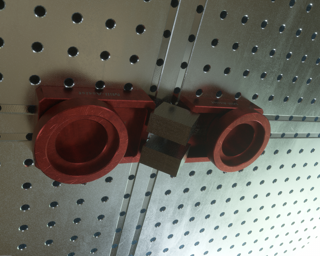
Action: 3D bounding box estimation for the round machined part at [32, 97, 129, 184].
[{"bbox_3d":[-0.088,0.010,0.342,0.099,0.042,0.097,-14,124,-21],"label":"round machined part"}]

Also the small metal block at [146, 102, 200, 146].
[{"bbox_3d":[0.017,-0.007,0.382,0.050,0.050,0.025,20,115,11],"label":"small metal block"}]

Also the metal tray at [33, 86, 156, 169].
[{"bbox_3d":[-0.078,0.000,0.367,0.131,0.030,0.089,-1,121,-28],"label":"metal tray"}]

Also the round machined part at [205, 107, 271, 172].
[{"bbox_3d":[0.108,0.013,0.450,0.099,0.042,0.097,-14,124,-21],"label":"round machined part"}]

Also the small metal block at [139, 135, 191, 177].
[{"bbox_3d":[0.007,0.032,0.400,0.050,0.050,0.025,20,115,11],"label":"small metal block"}]

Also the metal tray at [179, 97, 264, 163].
[{"bbox_3d":[0.081,0.004,0.455,0.131,0.030,0.089,0,118,-29],"label":"metal tray"}]
